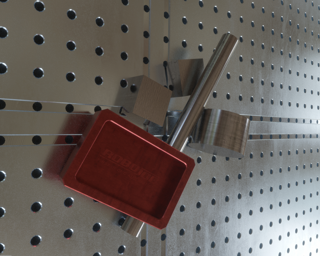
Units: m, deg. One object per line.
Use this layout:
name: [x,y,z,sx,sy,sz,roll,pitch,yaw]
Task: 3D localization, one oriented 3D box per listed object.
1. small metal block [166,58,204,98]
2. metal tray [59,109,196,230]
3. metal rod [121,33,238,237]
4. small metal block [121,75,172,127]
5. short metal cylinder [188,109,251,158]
small metal block: [0.038,-0.072,0.444,0.050,0.025,0.050,-14,99,-39]
metal tray: [-0.033,0.048,0.352,0.131,0.030,0.090,31,77,-21]
metal rod: [0.032,0.000,0.414,0.025,0.025,0.300,37,74,-34]
small metal block: [-0.016,-0.033,0.397,0.050,0.025,0.050,25,74,-38]
short metal cylinder: [0.086,0.009,0.448,0.080,0.080,0.050,23,76,-38]
